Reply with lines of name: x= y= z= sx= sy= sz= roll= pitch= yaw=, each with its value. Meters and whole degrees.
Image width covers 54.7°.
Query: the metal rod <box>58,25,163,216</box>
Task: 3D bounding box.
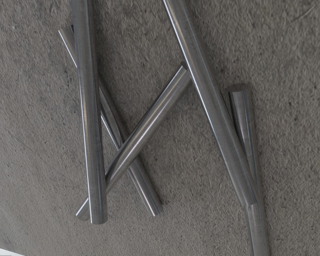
metal rod: x=-0.062 y=0.002 z=0.440 sx=0.025 sy=0.025 sz=0.299 roll=-10 pitch=114 yaw=32

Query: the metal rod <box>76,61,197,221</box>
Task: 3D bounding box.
metal rod: x=-0.045 y=0.036 z=0.422 sx=0.025 sy=0.025 sz=0.298 roll=39 pitch=120 yaw=2

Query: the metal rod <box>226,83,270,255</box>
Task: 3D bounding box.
metal rod: x=0.119 y=0.087 z=0.397 sx=0.025 sy=0.025 sz=0.298 roll=0 pitch=118 yaw=28

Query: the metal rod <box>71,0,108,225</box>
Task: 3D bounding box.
metal rod: x=-0.089 y=-0.012 z=0.402 sx=0.025 sy=0.025 sz=0.298 roll=7 pitch=108 yaw=25

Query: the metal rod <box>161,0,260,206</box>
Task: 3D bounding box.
metal rod: x=0.048 y=-0.050 z=0.331 sx=0.025 sy=0.025 sz=0.299 roll=-14 pitch=105 yaw=34
